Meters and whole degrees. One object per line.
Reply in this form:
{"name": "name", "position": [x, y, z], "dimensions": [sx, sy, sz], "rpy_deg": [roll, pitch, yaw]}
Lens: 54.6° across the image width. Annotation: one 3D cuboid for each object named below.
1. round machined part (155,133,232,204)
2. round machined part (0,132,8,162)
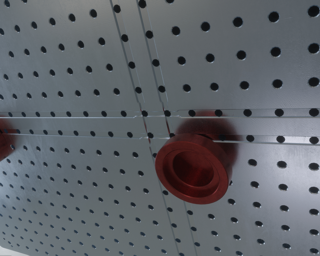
{"name": "round machined part", "position": [0.046, 0.049, 0.406], "dimensions": [0.098, 0.042, 0.097], "rpy_deg": [13, 124, 21]}
{"name": "round machined part", "position": [-0.352, 0.032, 0.607], "dimensions": [0.098, 0.042, 0.097], "rpy_deg": [13, 124, 21]}
